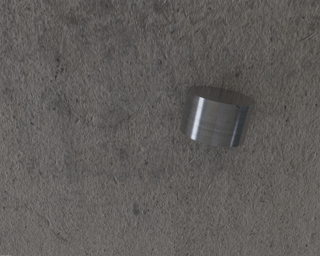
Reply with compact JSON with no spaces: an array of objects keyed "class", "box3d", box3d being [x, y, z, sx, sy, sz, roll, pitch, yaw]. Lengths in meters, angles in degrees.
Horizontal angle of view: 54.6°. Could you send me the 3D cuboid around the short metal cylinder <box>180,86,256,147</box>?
[{"class":"short metal cylinder","box3d":[0.068,-0.016,0.375,0.080,0.080,0.050,9,110,-3]}]
